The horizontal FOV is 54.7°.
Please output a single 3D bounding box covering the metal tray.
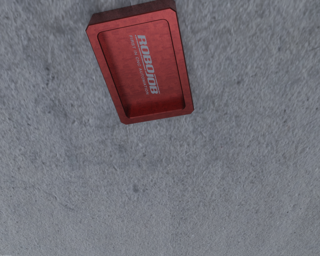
[{"bbox_3d":[-0.016,-0.067,0.346,0.090,0.030,0.129,-10,130,7],"label":"metal tray"}]
